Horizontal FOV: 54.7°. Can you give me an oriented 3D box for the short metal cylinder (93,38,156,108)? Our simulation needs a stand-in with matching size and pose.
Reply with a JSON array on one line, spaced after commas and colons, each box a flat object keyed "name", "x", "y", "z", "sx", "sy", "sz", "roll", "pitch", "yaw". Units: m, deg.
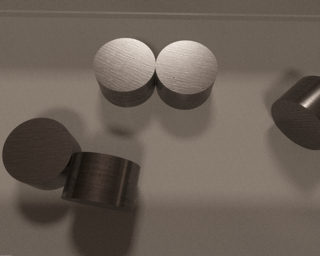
[{"name": "short metal cylinder", "x": -0.046, "y": -0.074, "z": 0.423, "sx": 0.081, "sy": 0.050, "sz": 0.080, "roll": 0, "pitch": 70, "yaw": 0}]

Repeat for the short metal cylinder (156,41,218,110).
[{"name": "short metal cylinder", "x": 0.034, "y": -0.071, "z": 0.423, "sx": 0.081, "sy": 0.050, "sz": 0.080, "roll": 0, "pitch": 70, "yaw": 0}]

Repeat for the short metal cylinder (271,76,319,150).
[{"name": "short metal cylinder", "x": 0.190, "y": -0.019, "z": 0.390, "sx": 0.050, "sy": 0.080, "sz": 0.080, "roll": -39, "pitch": 75, "yaw": -13}]

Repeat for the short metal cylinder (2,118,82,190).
[{"name": "short metal cylinder", "x": -0.142, "y": 0.033, "z": 0.382, "sx": 0.081, "sy": 0.050, "sz": 0.080, "roll": 0, "pitch": 70, "yaw": 0}]

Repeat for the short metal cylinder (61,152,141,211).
[{"name": "short metal cylinder", "x": -0.066, "y": 0.063, "z": 0.357, "sx": 0.080, "sy": 0.080, "sz": 0.050, "roll": 9, "pitch": 70, "yaw": 3}]
